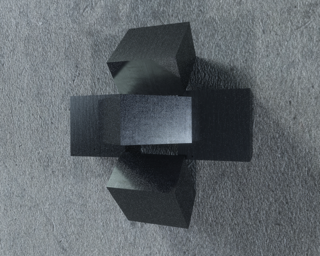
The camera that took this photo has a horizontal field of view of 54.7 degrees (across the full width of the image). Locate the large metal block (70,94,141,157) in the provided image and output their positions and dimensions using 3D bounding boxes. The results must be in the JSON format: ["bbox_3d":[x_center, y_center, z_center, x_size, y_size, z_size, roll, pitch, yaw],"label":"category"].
[{"bbox_3d":[-0.073,-0.003,0.421,0.080,0.050,0.079,0,90,19],"label":"large metal block"}]

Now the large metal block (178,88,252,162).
[{"bbox_3d":[0.067,-0.003,0.370,0.080,0.050,0.079,0,90,19],"label":"large metal block"}]

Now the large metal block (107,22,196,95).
[{"bbox_3d":[-0.006,-0.083,0.376,0.080,0.080,0.050,0,134,20],"label":"large metal block"}]

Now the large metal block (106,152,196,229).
[{"bbox_3d":[-0.006,0.076,0.376,0.080,0.080,0.050,1,47,20],"label":"large metal block"}]

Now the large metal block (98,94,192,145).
[{"bbox_3d":[-0.020,-0.008,0.352,0.080,0.081,0.050,0,90,64],"label":"large metal block"}]
